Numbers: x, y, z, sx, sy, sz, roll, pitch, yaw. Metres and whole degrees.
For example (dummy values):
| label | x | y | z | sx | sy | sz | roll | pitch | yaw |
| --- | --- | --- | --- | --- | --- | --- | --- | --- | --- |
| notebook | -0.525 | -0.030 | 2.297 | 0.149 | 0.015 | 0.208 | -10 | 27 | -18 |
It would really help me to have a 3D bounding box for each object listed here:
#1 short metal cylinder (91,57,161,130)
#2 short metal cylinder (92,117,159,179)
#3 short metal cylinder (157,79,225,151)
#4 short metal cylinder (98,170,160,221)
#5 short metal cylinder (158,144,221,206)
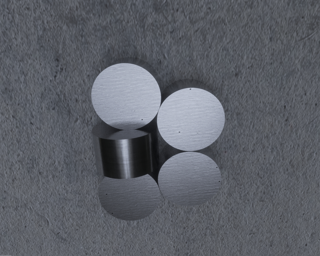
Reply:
| label | x | y | z | sx | sy | sz | roll | pitch | yaw |
| --- | --- | --- | --- | --- | --- | --- | --- | --- | --- |
| short metal cylinder | -0.039 | -0.044 | 0.381 | 0.080 | 0.050 | 0.079 | 0 | 110 | 1 |
| short metal cylinder | -0.042 | 0.022 | 0.389 | 0.080 | 0.080 | 0.050 | -3 | 110 | 1 |
| short metal cylinder | 0.037 | -0.018 | 0.391 | 0.081 | 0.050 | 0.079 | 0 | 111 | 0 |
| short metal cylinder | -0.040 | 0.079 | 0.426 | 0.080 | 0.050 | 0.079 | 0 | 110 | 1 |
| short metal cylinder | 0.038 | 0.057 | 0.418 | 0.080 | 0.050 | 0.079 | 0 | 111 | 1 |
